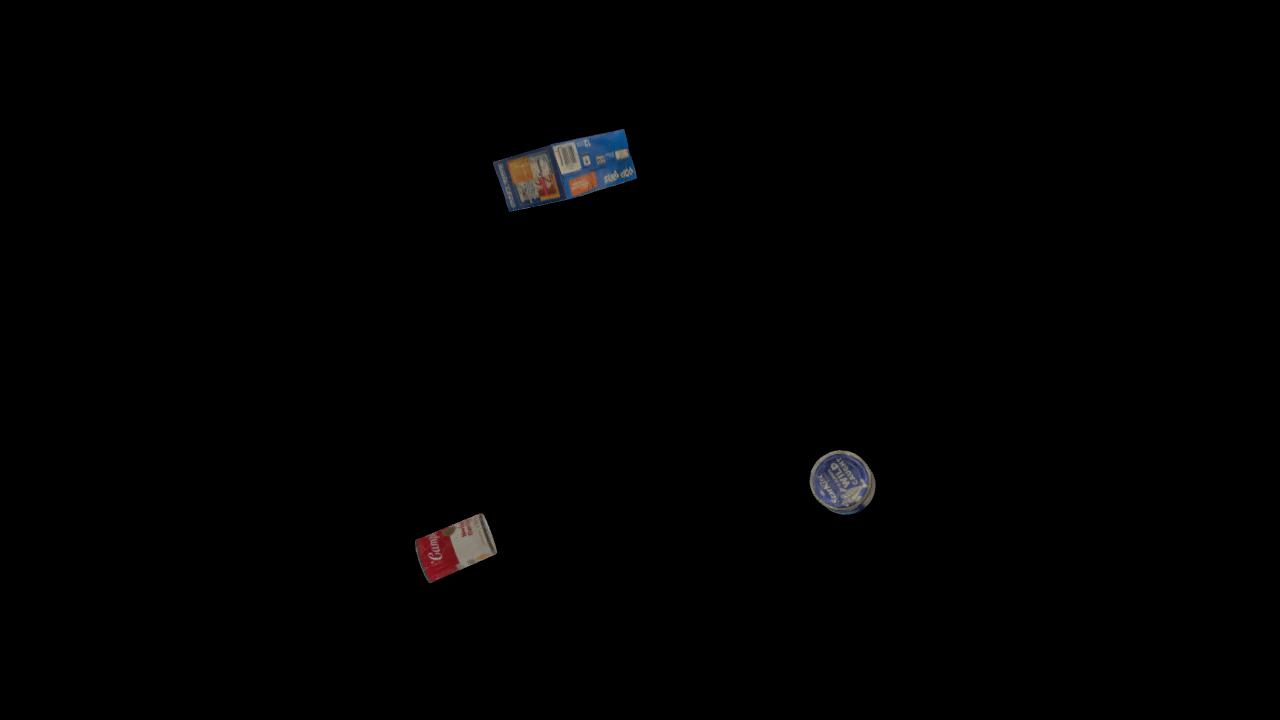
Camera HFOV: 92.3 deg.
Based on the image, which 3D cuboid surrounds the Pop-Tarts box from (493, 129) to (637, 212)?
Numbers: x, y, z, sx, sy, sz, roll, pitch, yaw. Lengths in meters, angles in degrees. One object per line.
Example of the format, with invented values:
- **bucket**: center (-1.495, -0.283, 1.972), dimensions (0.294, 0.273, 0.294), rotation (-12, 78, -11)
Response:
- **Pop-Tarts box**: center (-0.116, -0.299, 0.973), dimensions (0.141, 0.083, 0.167), rotation (2, 24, 40)

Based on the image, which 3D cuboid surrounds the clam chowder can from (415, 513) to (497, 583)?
- **clam chowder can**: center (-0.273, 0.279, 0.917), dimensions (0.102, 0.068, 0.068), rotation (-20, 5, -14)

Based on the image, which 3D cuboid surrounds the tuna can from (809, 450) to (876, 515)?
- **tuna can**: center (0.282, 0.171, 0.856), dimensions (0.084, 0.084, 0.034), rotation (0, -25, 33)
